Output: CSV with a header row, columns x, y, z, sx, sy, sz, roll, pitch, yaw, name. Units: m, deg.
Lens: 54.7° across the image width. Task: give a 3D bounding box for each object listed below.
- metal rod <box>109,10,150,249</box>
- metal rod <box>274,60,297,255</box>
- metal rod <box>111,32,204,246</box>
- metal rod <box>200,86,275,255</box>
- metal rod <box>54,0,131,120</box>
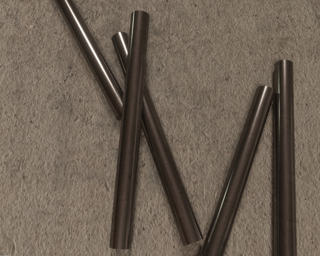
x,y,z,sx,sy,sz,roll,pitch,yaw,name
-0.036,-0.008,0.390,0.025,0.025,0.299,4,78,1,metal rod
0.158,0.048,0.392,0.025,0.025,0.299,7,70,2,metal rod
-0.010,0.000,0.407,0.025,0.025,0.299,-18,71,-7,metal rod
0.089,0.079,0.380,0.025,0.025,0.300,21,71,7,metal rod
-0.117,-0.141,0.458,0.025,0.025,0.299,-27,72,-10,metal rod
